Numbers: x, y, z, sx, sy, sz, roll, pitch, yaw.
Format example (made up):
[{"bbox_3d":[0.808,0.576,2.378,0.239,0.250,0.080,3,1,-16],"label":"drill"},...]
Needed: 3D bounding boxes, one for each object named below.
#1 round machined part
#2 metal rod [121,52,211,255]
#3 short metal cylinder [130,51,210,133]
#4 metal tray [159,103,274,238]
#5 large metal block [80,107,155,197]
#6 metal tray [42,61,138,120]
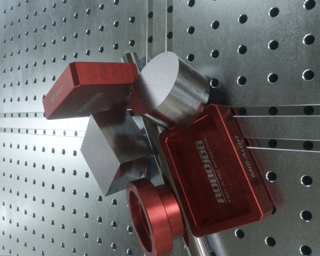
[{"bbox_3d":[-0.005,0.107,0.379,0.098,0.042,0.097,166,90,-70],"label":"round machined part"},{"bbox_3d":[0.005,0.035,0.400,0.025,0.025,0.299,-31,71,35],"label":"metal rod"},{"bbox_3d":[0.010,-0.041,0.361,0.080,0.050,0.080,-31,45,36],"label":"short metal cylinder"},{"bbox_3d":[0.058,0.049,0.353,0.090,0.030,0.130,-31,71,35],"label":"metal tray"},{"bbox_3d":[-0.060,0.031,0.414,0.080,0.050,0.079,55,140,25],"label":"large metal block"},{"bbox_3d":[-0.097,-0.048,0.423,0.130,0.091,0.030,-27,75,52],"label":"metal tray"}]
